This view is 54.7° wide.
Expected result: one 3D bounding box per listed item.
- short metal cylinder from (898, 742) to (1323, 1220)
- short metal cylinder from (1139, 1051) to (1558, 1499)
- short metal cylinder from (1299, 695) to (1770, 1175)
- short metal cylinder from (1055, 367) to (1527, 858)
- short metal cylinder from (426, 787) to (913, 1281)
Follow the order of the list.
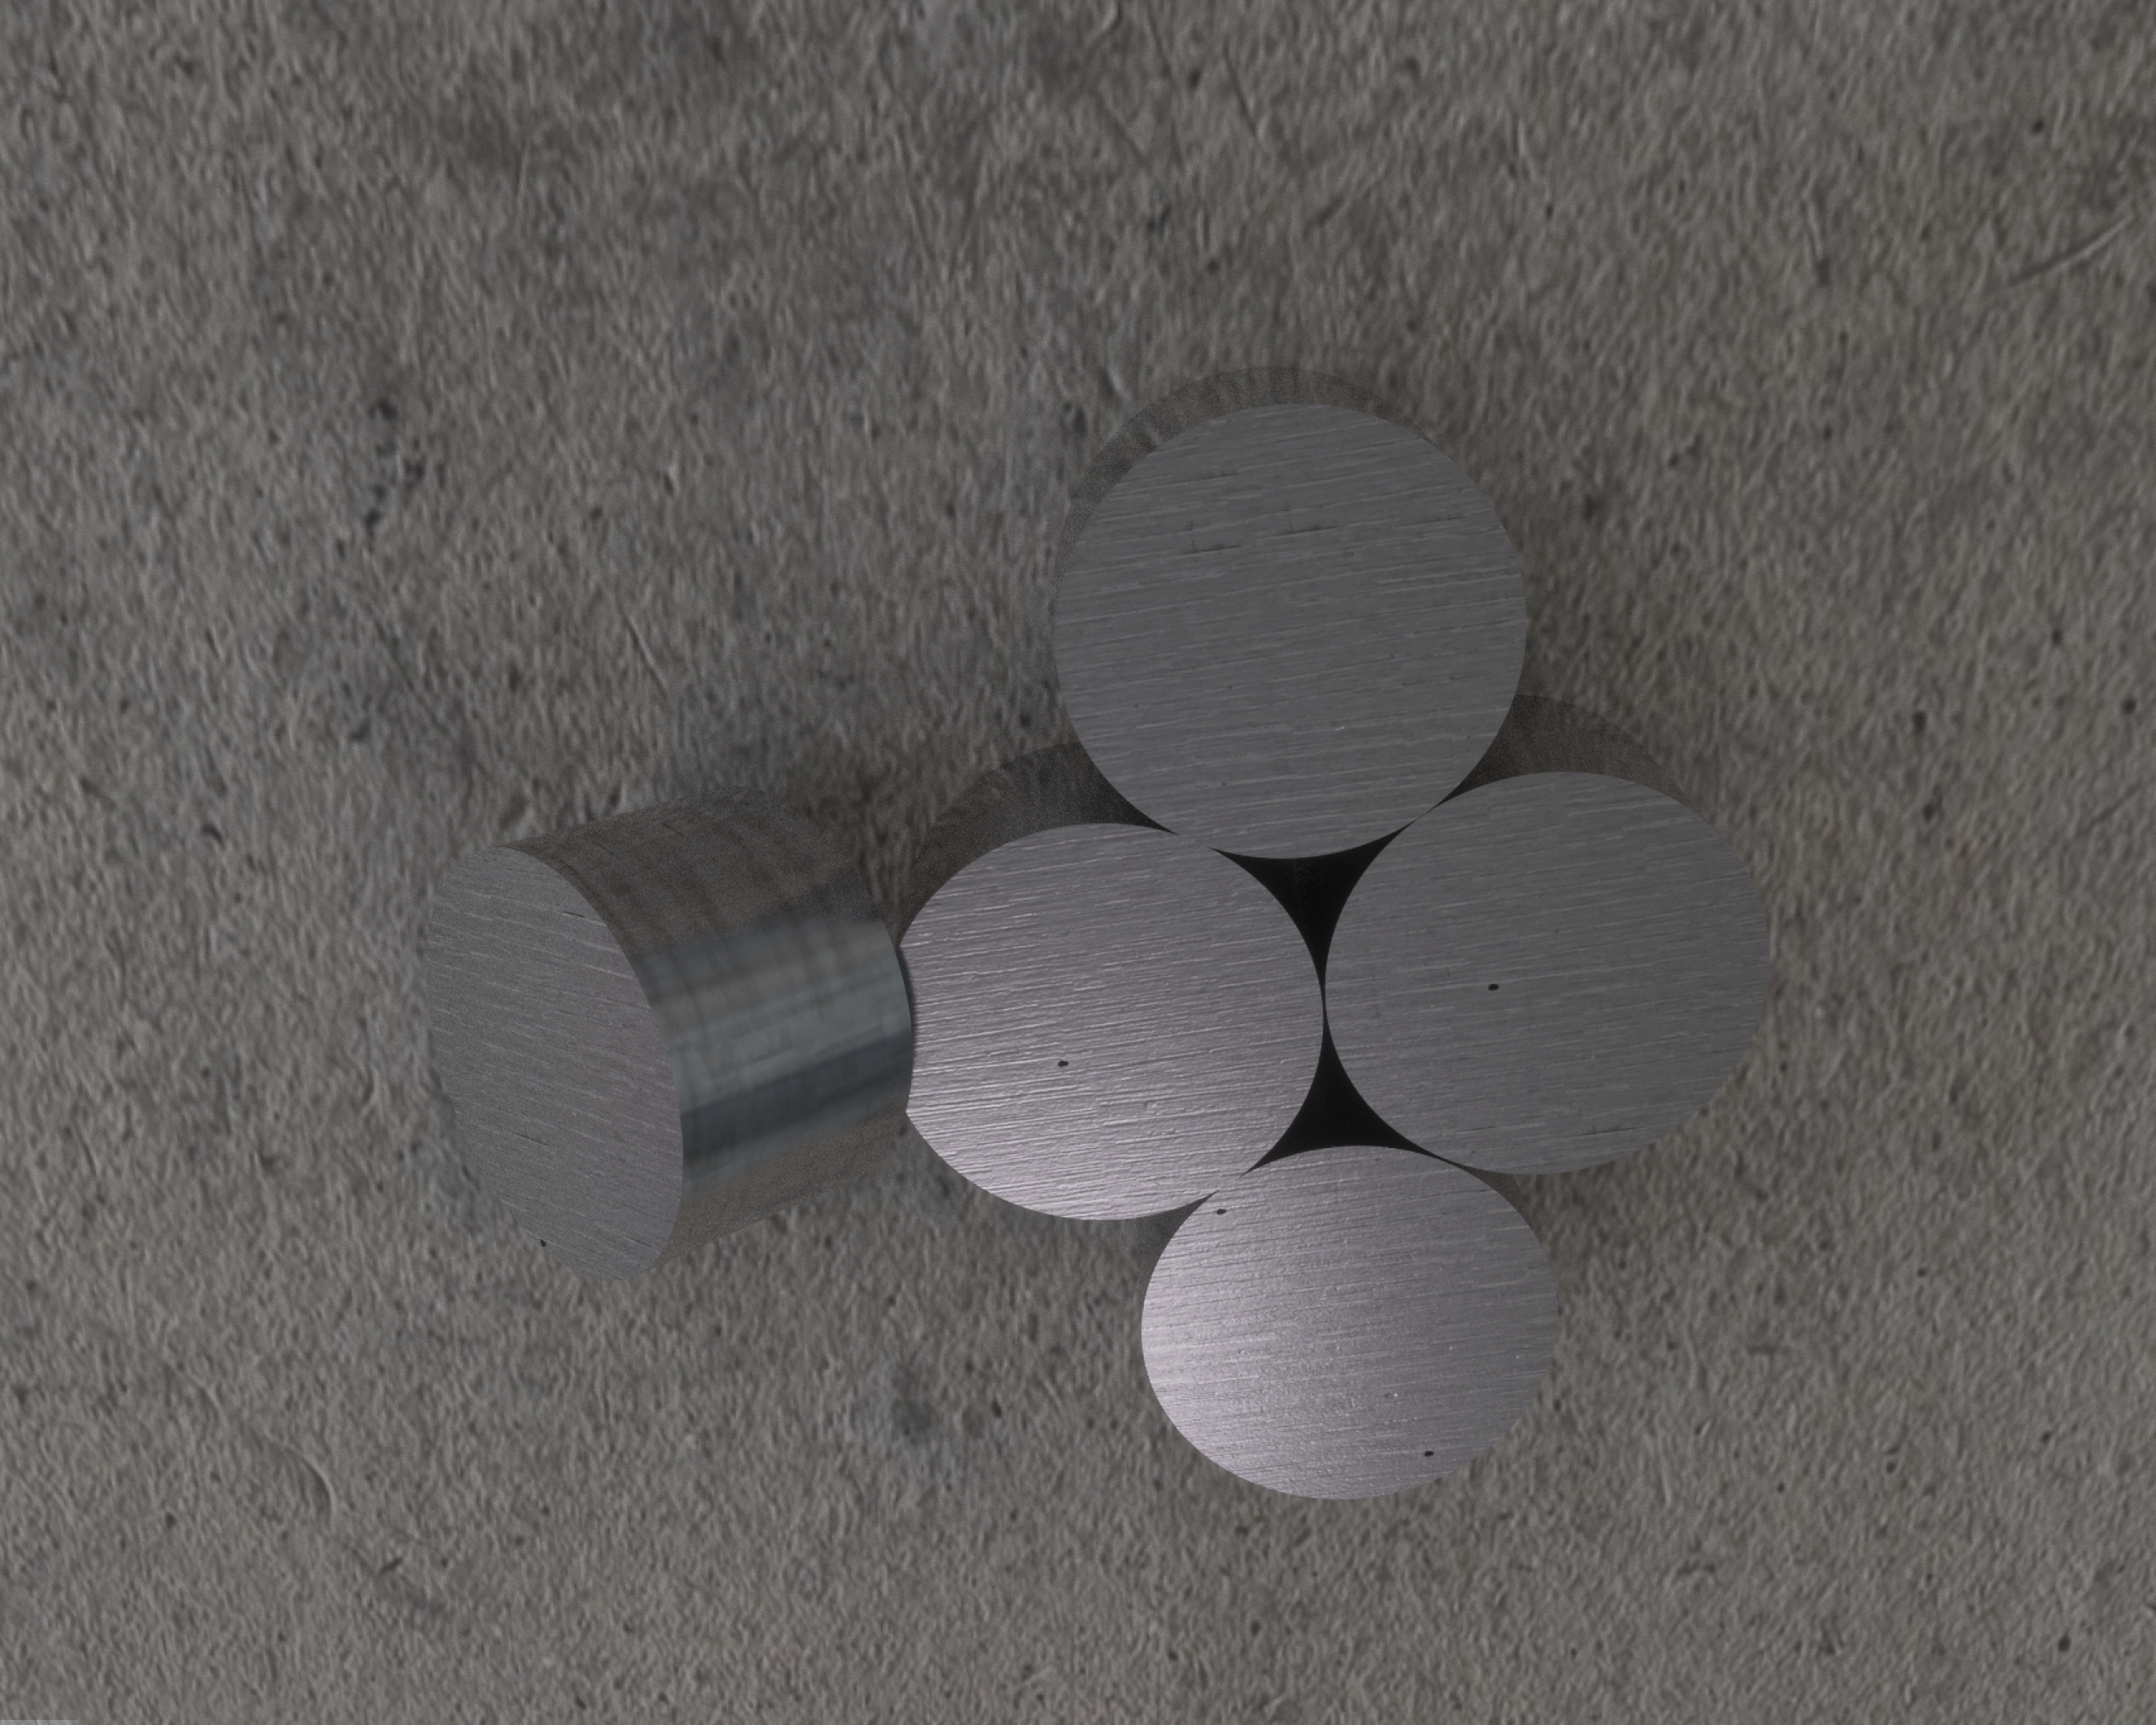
[{"bbox_3d":[0.005,0.022,0.404,0.081,0.050,0.079,0,110,0],"label":"short metal cylinder"},{"bbox_3d":[0.053,0.081,0.427,0.081,0.050,0.079,0,110,0],"label":"short metal cylinder"},{"bbox_3d":[0.085,0.013,0.402,0.081,0.050,0.079,0,110,0],"label":"short metal cylinder"},{"bbox_3d":[0.036,-0.047,0.379,0.081,0.050,0.079,0,110,0],"label":"short metal cylinder"},{"bbox_3d":[-0.076,0.030,0.385,0.080,0.050,0.079,17,116,41],"label":"short metal cylinder"}]
